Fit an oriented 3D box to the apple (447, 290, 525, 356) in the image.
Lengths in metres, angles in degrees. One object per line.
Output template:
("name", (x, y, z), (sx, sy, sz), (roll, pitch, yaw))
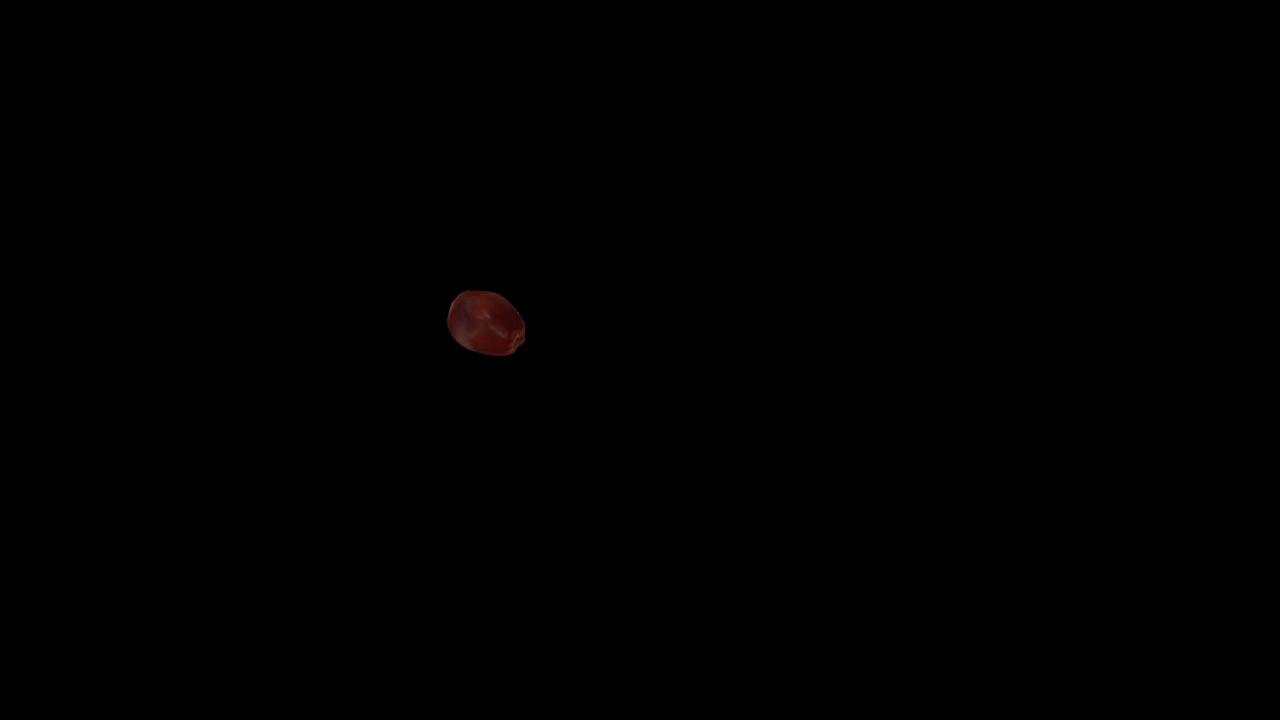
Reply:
("apple", (-0.183, -0.044, 0.732), (0.093, 0.079, 0.079), (34, 6, 9))
